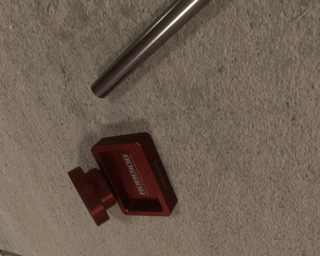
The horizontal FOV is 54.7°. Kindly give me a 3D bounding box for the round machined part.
[{"bbox_3d":[-0.104,0.102,0.492,0.098,0.042,0.097,49,158,29],"label":"round machined part"}]

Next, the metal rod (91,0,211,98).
[{"bbox_3d":[0.016,-0.117,0.324,0.299,0.025,0.025,-34,100,38],"label":"metal rod"}]

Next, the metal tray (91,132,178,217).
[{"bbox_3d":[-0.037,0.073,0.466,0.090,0.030,0.129,-8,115,31],"label":"metal tray"}]
